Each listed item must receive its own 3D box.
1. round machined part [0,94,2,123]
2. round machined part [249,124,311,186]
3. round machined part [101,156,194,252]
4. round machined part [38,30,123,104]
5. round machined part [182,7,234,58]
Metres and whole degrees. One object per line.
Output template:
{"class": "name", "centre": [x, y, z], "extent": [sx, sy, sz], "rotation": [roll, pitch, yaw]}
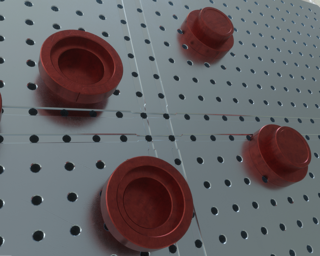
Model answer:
{"class": "round machined part", "centre": [-0.206, -0.015, 0.295], "extent": [0.099, 0.042, 0.098], "rotation": [13, 56, -21]}
{"class": "round machined part", "centre": [0.191, 0.036, 0.477], "extent": [0.099, 0.042, 0.098], "rotation": [14, 56, -21]}
{"class": "round machined part", "centre": [-0.017, 0.083, 0.337], "extent": [0.099, 0.042, 0.098], "rotation": [13, 56, -21]}
{"class": "round machined part", "centre": [-0.099, -0.071, 0.387], "extent": [0.099, 0.042, 0.098], "rotation": [13, 56, -21]}
{"class": "round machined part", "centre": [0.092, -0.176, 0.553], "extent": [0.099, 0.042, 0.098], "rotation": [13, 56, -21]}
